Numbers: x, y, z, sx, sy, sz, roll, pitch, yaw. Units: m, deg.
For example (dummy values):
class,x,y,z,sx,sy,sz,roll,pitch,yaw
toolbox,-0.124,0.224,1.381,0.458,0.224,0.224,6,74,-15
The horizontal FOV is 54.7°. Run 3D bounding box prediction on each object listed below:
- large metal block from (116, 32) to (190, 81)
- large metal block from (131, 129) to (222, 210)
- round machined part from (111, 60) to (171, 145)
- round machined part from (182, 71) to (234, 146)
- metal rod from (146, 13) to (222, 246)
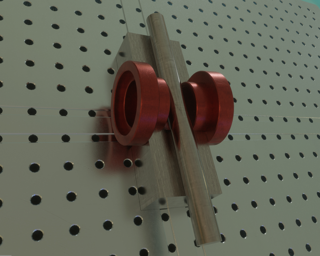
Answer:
class,x,y,z,sx,sy,sz,roll,pitch,yaw
large metal block,-0.011,-0.081,0.435,0.081,0.050,0.080,2,61,-27
large metal block,0.017,0.049,0.371,0.081,0.050,0.080,3,61,-27
round machined part,-0.022,-0.028,0.365,0.042,0.097,0.098,2,61,-27
round machined part,0.049,-0.025,0.403,0.042,0.097,0.098,-1,62,-23
metal rod,0.021,-0.019,0.367,0.025,0.025,0.299,3,61,-27
